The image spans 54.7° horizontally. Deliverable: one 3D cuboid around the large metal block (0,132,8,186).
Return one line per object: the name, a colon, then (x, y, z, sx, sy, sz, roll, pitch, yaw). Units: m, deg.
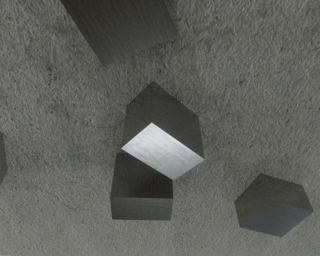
large metal block: (-0.250, 0.057, 0.417, 0.050, 0.080, 0.079, 10, 130, -8)

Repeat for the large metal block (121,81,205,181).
large metal block: (0.004, 0.003, 0.374, 0.080, 0.080, 0.050, 35, 122, -26)

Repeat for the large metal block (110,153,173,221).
large metal block: (-0.024, 0.082, 0.441, 0.081, 0.080, 0.050, 2, 130, -2)

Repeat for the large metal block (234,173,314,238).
large metal block: (0.180, 0.127, 0.500, 0.081, 0.050, 0.079, 17, 128, -15)

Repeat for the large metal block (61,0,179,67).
large metal block: (-0.036, -0.116, 0.291, 0.080, 0.050, 0.080, -19, 128, 15)
